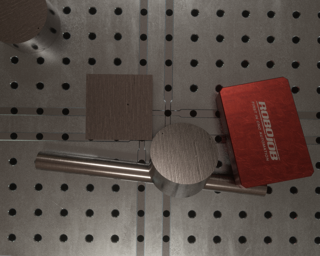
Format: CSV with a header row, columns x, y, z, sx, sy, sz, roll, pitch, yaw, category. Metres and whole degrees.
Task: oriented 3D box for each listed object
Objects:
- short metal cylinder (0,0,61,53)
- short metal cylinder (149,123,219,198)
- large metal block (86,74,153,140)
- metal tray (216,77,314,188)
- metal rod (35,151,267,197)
x,y,z,sx,sy,sz,roll,pitch,yaw,category
-0.176,-0.142,0.398,0.081,0.050,0.079,0,90,-1,short metal cylinder
0.027,0.040,0.384,0.081,0.050,0.080,2,60,-4,short metal cylinder
-0.050,-0.026,0.400,0.081,0.050,0.079,1,90,-1,large metal block
0.132,0.006,0.399,0.091,0.030,0.129,-10,78,-1,metal tray
-0.011,0.061,0.413,0.302,0.025,0.025,7,90,-1,metal rod
